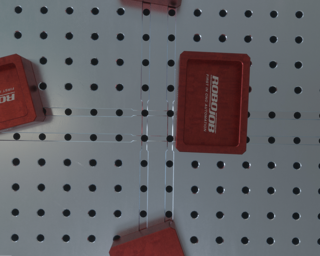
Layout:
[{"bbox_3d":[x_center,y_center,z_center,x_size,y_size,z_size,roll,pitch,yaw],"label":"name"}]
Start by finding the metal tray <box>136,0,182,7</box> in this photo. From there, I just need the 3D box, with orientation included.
[{"bbox_3d":[-0.006,-0.236,0.410,0.090,0.030,0.129,10,90,0],"label":"metal tray"}]

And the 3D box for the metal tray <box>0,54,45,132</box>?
[{"bbox_3d":[-0.230,-0.037,0.409,0.131,0.030,0.090,-15,90,0],"label":"metal tray"}]

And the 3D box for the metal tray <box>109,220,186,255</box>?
[{"bbox_3d":[-0.003,0.201,0.411,0.090,0.030,0.129,-19,90,0],"label":"metal tray"}]

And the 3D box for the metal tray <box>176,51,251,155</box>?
[{"bbox_3d":[0.068,-0.032,0.411,0.090,0.030,0.129,3,90,0],"label":"metal tray"}]
